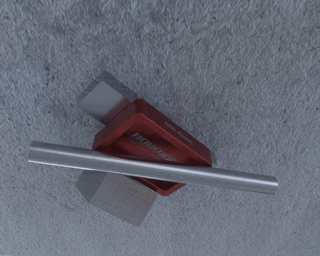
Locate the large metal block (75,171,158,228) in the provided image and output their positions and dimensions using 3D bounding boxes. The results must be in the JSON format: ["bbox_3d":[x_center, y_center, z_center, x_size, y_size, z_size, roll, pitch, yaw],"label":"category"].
[{"bbox_3d":[-0.063,0.087,0.435,0.080,0.080,0.050,36,80,-27],"label":"large metal block"}]

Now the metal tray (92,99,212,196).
[{"bbox_3d":[-0.008,0.031,0.398,0.130,0.030,0.090,36,121,-27],"label":"metal tray"}]

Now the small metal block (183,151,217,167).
[{"bbox_3d":[0.046,0.049,0.451,0.050,0.025,0.050,31,123,-24],"label":"small metal block"}]

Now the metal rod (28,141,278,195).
[{"bbox_3d":[-0.001,0.051,0.380,0.302,0.025,0.025,9,130,-9],"label":"metal rod"}]

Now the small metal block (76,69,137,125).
[{"bbox_3d":[-0.064,-0.034,0.378,0.050,0.025,0.050,-38,121,27],"label":"small metal block"}]
